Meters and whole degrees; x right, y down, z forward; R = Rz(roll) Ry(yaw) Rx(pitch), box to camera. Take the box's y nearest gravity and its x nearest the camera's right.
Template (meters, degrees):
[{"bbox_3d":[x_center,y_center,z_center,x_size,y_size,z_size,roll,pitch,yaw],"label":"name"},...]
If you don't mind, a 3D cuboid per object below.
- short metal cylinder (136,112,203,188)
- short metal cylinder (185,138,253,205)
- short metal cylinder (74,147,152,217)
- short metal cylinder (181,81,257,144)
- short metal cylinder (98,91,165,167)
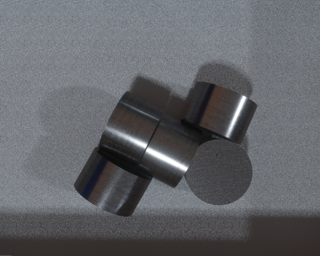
[{"bbox_3d":[0.012,0.027,0.383,0.050,0.080,0.080,27,90,-1],"label":"short metal cylinder"},{"bbox_3d":[0.071,0.053,0.398,0.081,0.050,0.079,0,90,-1],"label":"short metal cylinder"},{"bbox_3d":[-0.057,0.065,0.382,0.080,0.080,0.050,29,90,-1],"label":"short metal cylinder"},{"bbox_3d":[0.072,-0.018,0.383,0.080,0.080,0.050,23,90,-1],"label":"short metal cylinder"},{"bbox_3d":[-0.034,0.001,0.382,0.050,0.080,0.080,26,90,-1],"label":"short metal cylinder"}]
